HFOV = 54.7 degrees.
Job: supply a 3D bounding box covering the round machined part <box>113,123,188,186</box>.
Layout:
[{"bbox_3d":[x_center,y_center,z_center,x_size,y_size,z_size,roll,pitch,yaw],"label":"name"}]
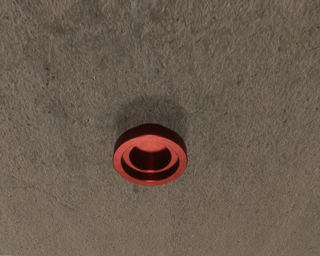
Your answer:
[{"bbox_3d":[-0.013,0.032,0.423,0.099,0.042,0.097,-1,130,0],"label":"round machined part"}]
